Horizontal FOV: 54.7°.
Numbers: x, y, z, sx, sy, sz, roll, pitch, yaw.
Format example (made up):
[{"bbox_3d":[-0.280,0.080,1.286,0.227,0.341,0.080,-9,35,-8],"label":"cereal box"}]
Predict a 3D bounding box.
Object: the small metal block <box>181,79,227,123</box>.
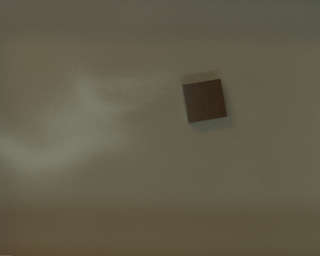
[{"bbox_3d":[0.058,-0.035,0.412,0.050,0.025,0.050,-10,90,-1],"label":"small metal block"}]
